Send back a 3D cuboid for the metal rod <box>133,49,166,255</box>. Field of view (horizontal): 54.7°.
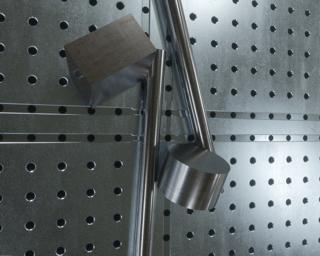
[{"bbox_3d":[-0.014,0.047,0.407,0.025,0.025,0.298,4,89,-20],"label":"metal rod"}]

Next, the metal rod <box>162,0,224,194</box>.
[{"bbox_3d":[0.044,-0.052,0.428,0.025,0.025,0.298,-15,95,-19],"label":"metal rod"}]

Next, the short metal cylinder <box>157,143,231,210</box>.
[{"bbox_3d":[0.042,0.059,0.392,0.081,0.080,0.050,11,108,-20],"label":"short metal cylinder"}]

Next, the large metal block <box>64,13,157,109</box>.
[{"bbox_3d":[-0.057,-0.073,0.357,0.080,0.080,0.050,-33,86,-17],"label":"large metal block"}]
